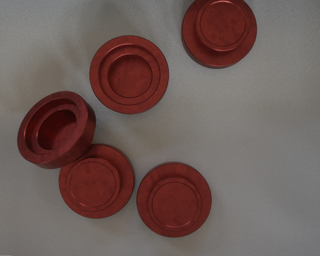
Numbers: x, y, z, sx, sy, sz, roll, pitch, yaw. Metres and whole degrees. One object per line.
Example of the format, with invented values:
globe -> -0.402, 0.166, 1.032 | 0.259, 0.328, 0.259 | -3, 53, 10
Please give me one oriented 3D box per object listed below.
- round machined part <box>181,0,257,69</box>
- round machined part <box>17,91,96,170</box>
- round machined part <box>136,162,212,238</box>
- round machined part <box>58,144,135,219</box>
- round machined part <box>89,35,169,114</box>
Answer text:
round machined part -> 0.078, -0.129, 0.403 | 0.099, 0.042, 0.097 | 0, 90, 0
round machined part -> -0.123, 0.006, 0.387 | 0.098, 0.042, 0.098 | -10, 60, 17
round machined part -> 0.019, 0.095, 0.403 | 0.099, 0.042, 0.097 | 0, 90, 0
round machined part -> -0.083, 0.070, 0.402 | 0.099, 0.042, 0.097 | 0, 90, 0
round machined part -> -0.038, -0.066, 0.402 | 0.099, 0.042, 0.097 | 0, 90, 0
